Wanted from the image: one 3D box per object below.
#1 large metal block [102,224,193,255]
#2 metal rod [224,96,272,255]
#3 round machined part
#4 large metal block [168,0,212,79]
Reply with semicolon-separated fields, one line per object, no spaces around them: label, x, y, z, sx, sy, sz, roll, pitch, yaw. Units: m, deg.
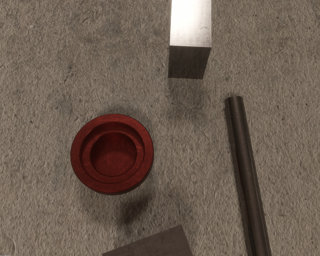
large metal block;-0.009;0.142;0.327;0.081;0.080;0.050;-18;71;-7
metal rod;0.112;0.102;0.372;0.025;0.025;0.299;-4;70;-2
round machined part;-0.056;0.035;0.386;0.099;0.042;0.098;0;70;-1
large metal block;0.039;-0.122;0.424;0.050;0.080;0.080;3;70;1
